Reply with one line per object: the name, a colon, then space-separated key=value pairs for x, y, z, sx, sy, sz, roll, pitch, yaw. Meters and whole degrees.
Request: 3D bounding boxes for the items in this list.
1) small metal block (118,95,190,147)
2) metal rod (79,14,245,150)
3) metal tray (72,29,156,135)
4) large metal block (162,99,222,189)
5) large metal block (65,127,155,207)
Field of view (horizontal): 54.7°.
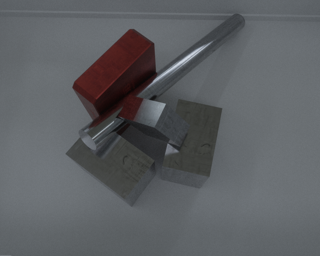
small metal block: x=-0.005 y=-0.007 z=0.319 sx=0.050 sy=0.050 sz=0.025 roll=17 pitch=77 yaw=39
metal rod: x=0.022 y=-0.074 z=0.388 sx=0.025 sy=0.025 sz=0.302 roll=40 pitch=57 yaw=13
metal tray: x=-0.045 y=-0.044 z=0.367 sx=0.030 sy=0.130 sz=0.090 roll=38 pitch=75 yaw=13
large metal block: x=0.036 y=0.022 z=0.372 sx=0.050 sy=0.080 sz=0.080 roll=13 pitch=71 yaw=4
large metal block: x=-0.053 y=0.044 z=0.364 sx=0.080 sy=0.080 sz=0.050 roll=35 pitch=74 yaw=11
